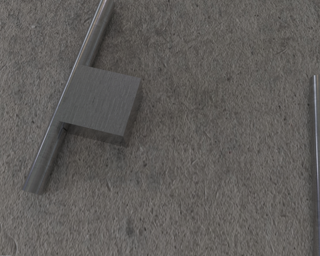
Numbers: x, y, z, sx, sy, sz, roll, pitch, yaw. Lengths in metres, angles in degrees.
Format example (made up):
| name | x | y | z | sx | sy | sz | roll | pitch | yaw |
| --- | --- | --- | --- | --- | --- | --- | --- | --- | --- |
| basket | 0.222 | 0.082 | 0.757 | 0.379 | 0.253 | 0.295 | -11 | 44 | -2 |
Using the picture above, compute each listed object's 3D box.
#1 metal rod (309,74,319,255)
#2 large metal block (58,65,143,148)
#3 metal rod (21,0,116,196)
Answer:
| name | x | y | z | sx | sy | sz | roll | pitch | yaw |
| --- | --- | --- | --- | --- | --- | --- | --- | --- | --- |
| metal rod | 0.202 | 0.070 | 0.384 | 0.025 | 0.025 | 0.299 | 8 | 70 | 3 |
| large metal block | -0.073 | -0.027 | 0.404 | 0.080 | 0.050 | 0.080 | 13 | 71 | 4 |
| metal rod | -0.119 | -0.057 | 0.427 | 0.025 | 0.025 | 0.299 | 14 | 70 | 5 |
